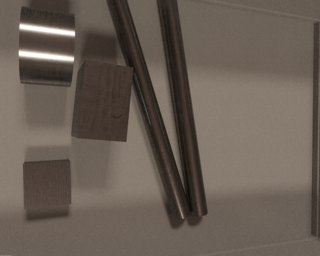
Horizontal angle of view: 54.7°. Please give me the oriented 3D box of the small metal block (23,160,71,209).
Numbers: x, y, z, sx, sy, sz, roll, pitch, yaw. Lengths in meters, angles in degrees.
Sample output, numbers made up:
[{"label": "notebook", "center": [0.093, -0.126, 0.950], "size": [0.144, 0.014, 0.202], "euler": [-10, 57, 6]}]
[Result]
[{"label": "small metal block", "center": [-0.132, 0.064, 0.362], "size": [0.050, 0.025, 0.050], "euler": [-2, 91, -21]}]

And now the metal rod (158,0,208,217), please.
[{"label": "metal rod", "center": [0.032, -0.028, 0.423], "size": [0.025, 0.025, 0.298], "euler": [-10, 94, -20]}]

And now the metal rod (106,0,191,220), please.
[{"label": "metal rod", "center": [-0.013, -0.023, 0.406], "size": [0.025, 0.025, 0.298], "euler": [-19, 97, -19]}]

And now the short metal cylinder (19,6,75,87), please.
[{"label": "short metal cylinder", "center": [-0.122, -0.086, 0.336], "size": [0.050, 0.080, 0.079], "euler": [2, 90, -20]}]

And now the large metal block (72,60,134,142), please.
[{"label": "large metal block", "center": [-0.069, -0.027, 0.356], "size": [0.050, 0.080, 0.080], "euler": [6, 88, -20]}]
